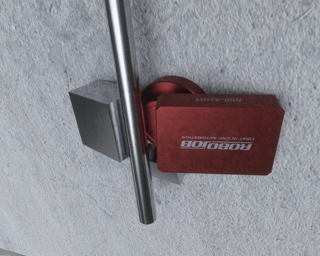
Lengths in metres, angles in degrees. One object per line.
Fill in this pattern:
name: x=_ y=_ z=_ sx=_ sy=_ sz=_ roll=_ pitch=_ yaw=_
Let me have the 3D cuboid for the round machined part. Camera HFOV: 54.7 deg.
round machined part: x=0.013 y=-0.011 z=0.383 sx=0.098 sy=0.042 sz=0.097 roll=13 pitch=124 yaw=21

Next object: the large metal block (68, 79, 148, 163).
large metal block: x=-0.067 y=-0.012 z=0.405 sx=0.080 sy=0.050 sz=0.079 roll=19 pitch=128 yaw=39

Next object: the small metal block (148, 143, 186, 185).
small metal block: x=0.007 y=0.050 z=0.423 sx=0.050 sy=0.025 sz=0.050 roll=15 pitch=150 yaw=20

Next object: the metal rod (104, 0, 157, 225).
metal rod: x=-0.030 y=-0.006 z=0.366 sx=0.025 sy=0.025 sz=0.298 roll=7 pitch=120 yaw=24

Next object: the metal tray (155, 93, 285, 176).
metal tray: x=0.062 y=0.008 z=0.349 sx=0.131 sy=0.030 sz=0.089 roll=1 pitch=122 yaw=4
